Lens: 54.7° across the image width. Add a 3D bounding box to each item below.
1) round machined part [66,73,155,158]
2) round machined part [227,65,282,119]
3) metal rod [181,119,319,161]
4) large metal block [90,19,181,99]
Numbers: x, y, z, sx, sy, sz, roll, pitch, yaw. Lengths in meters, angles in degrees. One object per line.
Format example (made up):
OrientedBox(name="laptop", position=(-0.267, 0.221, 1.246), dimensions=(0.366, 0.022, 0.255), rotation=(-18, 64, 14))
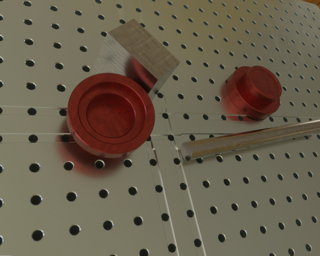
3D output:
OrientedBox(name="round machined part", position=(-0.059, -0.012, 0.365), dimensions=(0.099, 0.042, 0.098), rotation=(7, 69, -18))
OrientedBox(name="round machined part", position=(0.167, -0.067, 0.528), dimensions=(0.099, 0.042, 0.098), rotation=(14, 56, -21))
OrientedBox(name="metal rod", position=(0.162, 0.014, 0.487), dimensions=(0.303, 0.025, 0.025), rotation=(-8, 66, -32))
OrientedBox(name="large metal block", position=(-0.034, -0.077, 0.402), dimensions=(0.080, 0.080, 0.050), rotation=(44, 51, 2))
